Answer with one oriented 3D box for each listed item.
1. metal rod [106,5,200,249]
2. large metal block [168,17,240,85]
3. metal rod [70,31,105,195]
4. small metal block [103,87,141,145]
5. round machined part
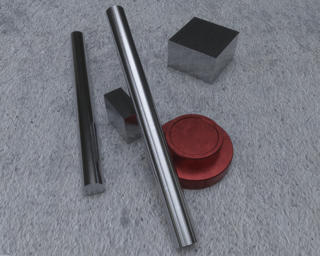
[{"bbox_3d":[-0.016,-0.018,0.357,0.025,0.025,0.299,-14,70,-12],"label":"metal rod"},{"bbox_3d":[0.068,-0.125,0.493,0.080,0.050,0.080,27,55,20],"label":"large metal block"},{"bbox_3d":[-0.108,-0.044,0.438,0.025,0.025,0.300,-10,51,-9],"label":"metal rod"},{"bbox_3d":[-0.046,-0.016,0.400,0.025,0.050,0.050,-28,56,-22],"label":"small metal block"},{"bbox_3d":[0.040,0.021,0.375,0.099,0.042,0.098,0,50,0],"label":"round machined part"}]
